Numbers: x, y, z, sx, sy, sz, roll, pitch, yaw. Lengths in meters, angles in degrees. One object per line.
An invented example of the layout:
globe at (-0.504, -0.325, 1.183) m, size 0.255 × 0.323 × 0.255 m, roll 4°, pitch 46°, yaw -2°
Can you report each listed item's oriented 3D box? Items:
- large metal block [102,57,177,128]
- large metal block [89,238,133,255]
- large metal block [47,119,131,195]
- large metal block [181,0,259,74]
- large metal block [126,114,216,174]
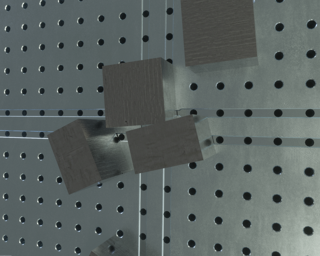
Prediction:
large metal block at (-0.025, -0.043, 0.407) m, size 0.080 × 0.050 × 0.079 m, roll -4°, pitch 89°, yaw 19°
large metal block at (-0.066, 0.214, 0.421) m, size 0.080 × 0.050 × 0.080 m, roll 31°, pitch 100°, yaw 17°
large metal block at (-0.092, 0.035, 0.414) m, size 0.050 × 0.080 × 0.080 m, roll -25°, pitch 82°, yaw 18°
large metal block at (0.073, -0.114, 0.373) m, size 0.080 × 0.050 × 0.080 m, roll -5°, pitch 89°, yaw 19°
large metal block at (0.017, 0.019, 0.377) m, size 0.080 × 0.080 × 0.050 m, roll -14°, pitch 85°, yaw 19°
